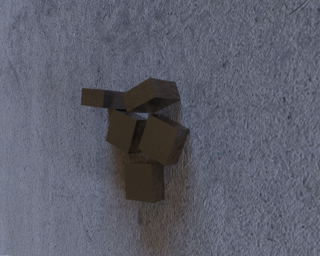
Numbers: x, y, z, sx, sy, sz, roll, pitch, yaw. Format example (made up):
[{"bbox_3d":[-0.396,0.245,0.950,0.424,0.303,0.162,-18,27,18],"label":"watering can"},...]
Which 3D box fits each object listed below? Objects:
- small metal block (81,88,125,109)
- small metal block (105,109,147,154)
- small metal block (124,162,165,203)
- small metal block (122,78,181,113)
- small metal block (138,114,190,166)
[{"bbox_3d":[-0.079,-0.043,0.454,0.050,0.050,0.025,10,96,39],"label":"small metal block"},{"bbox_3d":[-0.047,0.004,0.444,0.050,0.025,0.050,25,106,37],"label":"small metal block"},{"bbox_3d":[-0.021,0.072,0.423,0.050,0.025,0.050,-4,88,40],"label":"small metal block"},{"bbox_3d":[-0.011,-0.040,0.397,0.050,0.050,0.025,-24,75,37],"label":"small metal block"},{"bbox_3d":[0.004,0.014,0.402,0.050,0.025,0.050,29,108,36],"label":"small metal block"}]
